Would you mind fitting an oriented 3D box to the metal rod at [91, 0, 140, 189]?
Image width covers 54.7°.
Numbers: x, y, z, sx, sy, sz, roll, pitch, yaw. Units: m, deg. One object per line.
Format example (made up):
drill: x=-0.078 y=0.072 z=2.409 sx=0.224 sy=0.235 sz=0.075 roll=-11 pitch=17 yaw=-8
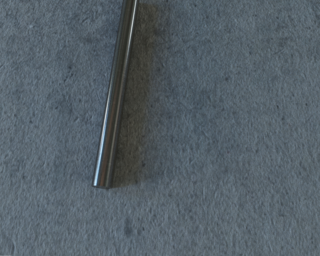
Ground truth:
metal rod: x=-0.058 y=-0.067 z=0.431 sx=0.025 sy=0.025 sz=0.299 roll=5 pitch=70 yaw=1
